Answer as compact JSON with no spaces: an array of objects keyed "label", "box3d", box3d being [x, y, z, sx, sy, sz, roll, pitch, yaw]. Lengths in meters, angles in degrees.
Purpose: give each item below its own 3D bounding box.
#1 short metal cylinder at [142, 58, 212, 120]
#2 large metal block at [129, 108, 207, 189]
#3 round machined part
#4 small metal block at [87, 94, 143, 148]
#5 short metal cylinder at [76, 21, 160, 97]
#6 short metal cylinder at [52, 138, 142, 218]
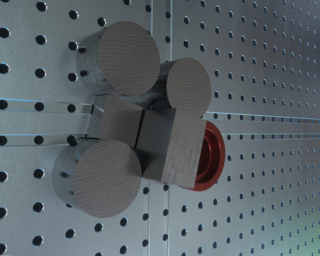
[{"label":"short metal cylinder","box3d":[0.023,-0.049,0.411,0.081,0.050,0.080,0,90,-40]},{"label":"large metal block","box3d":[0.002,0.023,0.371,0.050,0.080,0.080,20,77,-38]},{"label":"round machined part","box3d":[0.044,0.037,0.435,0.099,0.042,0.097,0,90,-40]},{"label":"small metal block","box3d":[-0.052,-0.007,0.365,0.050,0.025,0.050,19,78,-38]},{"label":"short metal cylinder","box3d":[-0.047,-0.075,0.353,0.081,0.050,0.080,0,90,-40]},{"label":"short metal cylinder","box3d":[-0.067,0.052,0.336,0.081,0.050,0.080,0,90,-40]}]
